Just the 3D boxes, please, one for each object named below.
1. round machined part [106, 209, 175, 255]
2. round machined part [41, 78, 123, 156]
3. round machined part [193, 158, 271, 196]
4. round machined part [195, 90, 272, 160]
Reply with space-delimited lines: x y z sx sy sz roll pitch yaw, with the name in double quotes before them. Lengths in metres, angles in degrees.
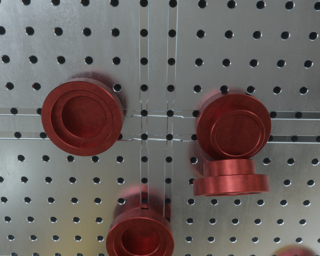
"round machined part" -0.028 0.162 0.464 0.099 0.042 0.097 0 110 0
"round machined part" -0.096 -0.016 0.398 0.099 0.042 0.097 0 110 0
"round machined part" 0.092 0.066 0.410 0.099 0.098 0.042 -3 75 1
"round machined part" 0.097 0.003 0.406 0.099 0.042 0.097 0 110 0
